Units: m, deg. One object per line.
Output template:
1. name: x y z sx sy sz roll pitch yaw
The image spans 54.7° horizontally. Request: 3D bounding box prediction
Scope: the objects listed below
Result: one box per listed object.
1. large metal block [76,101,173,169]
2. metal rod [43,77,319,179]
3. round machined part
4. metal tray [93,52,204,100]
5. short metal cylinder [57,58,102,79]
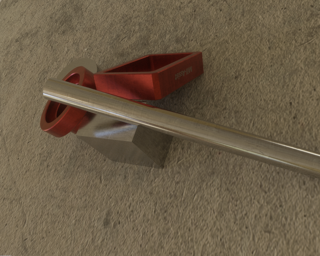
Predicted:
1. large metal block: -0.040 0.008 0.384 0.080 0.080 0.050 5 64 30
2. metal rod: 0.022 -0.002 0.318 0.301 0.025 0.025 16 68 8
3. round machined part: -0.113 -0.030 0.414 0.098 0.042 0.098 -30 42 32
4. metal tray: -0.010 -0.071 0.400 0.090 0.030 0.131 5 24 30
5. short metal cylinder: -0.119 -0.063 0.488 0.080 0.050 0.080 -13 56 20
